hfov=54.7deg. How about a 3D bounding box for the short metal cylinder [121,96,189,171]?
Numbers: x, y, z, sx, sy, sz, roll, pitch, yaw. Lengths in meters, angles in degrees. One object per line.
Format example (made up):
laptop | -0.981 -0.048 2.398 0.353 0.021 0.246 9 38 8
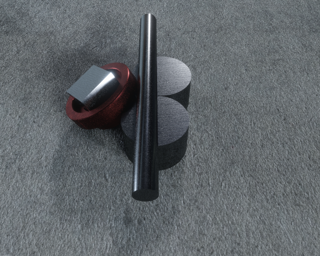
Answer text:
short metal cylinder | -0.006 0.006 0.383 0.081 0.050 0.080 0 49 0

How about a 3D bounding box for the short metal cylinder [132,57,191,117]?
short metal cylinder | 0.002 -0.056 0.435 0.081 0.050 0.080 0 50 0

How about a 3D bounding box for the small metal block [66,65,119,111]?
small metal block | -0.084 -0.049 0.393 0.050 0.025 0.050 -48 41 -11

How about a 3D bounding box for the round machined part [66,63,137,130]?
round machined part | -0.071 -0.036 0.407 0.098 0.042 0.098 -20 44 21

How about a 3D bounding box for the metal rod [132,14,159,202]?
metal rod | -0.016 -0.052 0.384 0.025 0.025 0.300 -1 50 -1
